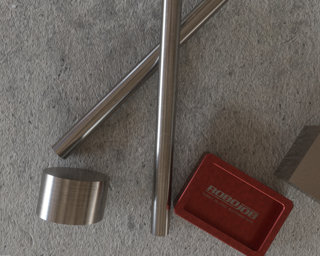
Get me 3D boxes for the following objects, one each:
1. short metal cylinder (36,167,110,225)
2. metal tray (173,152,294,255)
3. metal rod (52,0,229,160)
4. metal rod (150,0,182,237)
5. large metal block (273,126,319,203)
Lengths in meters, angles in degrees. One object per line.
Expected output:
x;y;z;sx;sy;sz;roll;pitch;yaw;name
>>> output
-0.106;0.081;0.381;0.080;0.080;0.050;10;90;-1;short metal cylinder
0.094;0.101;0.408;0.130;0.030;0.090;31;90;-1;metal tray
-0.026;-0.072;0.409;0.300;0.025;0.025;-44;91;-1;metal rod
0.007;-0.010;0.394;0.025;0.025;0.298;3;96;-1;metal rod
0.211;0.052;0.400;0.080;0.050;0.080;33;90;-1;large metal block
